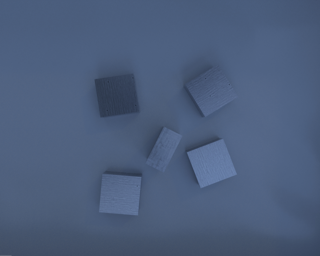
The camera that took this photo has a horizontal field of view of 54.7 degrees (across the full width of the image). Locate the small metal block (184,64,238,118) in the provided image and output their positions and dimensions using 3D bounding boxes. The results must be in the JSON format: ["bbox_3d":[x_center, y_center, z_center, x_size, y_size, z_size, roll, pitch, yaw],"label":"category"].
[{"bbox_3d":[0.067,-0.048,0.412,0.050,0.025,0.050,-31,90,-1],"label":"small metal block"}]

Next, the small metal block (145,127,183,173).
[{"bbox_3d":[0.005,0.026,0.399,0.025,0.050,0.050,27,90,0],"label":"small metal block"}]

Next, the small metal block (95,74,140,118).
[{"bbox_3d":[-0.056,-0.042,0.411,0.050,0.025,0.050,-9,90,-1],"label":"small metal block"}]

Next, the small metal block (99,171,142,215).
[{"bbox_3d":[-0.051,0.086,0.411,0.050,0.025,0.050,5,90,-1],"label":"small metal block"}]

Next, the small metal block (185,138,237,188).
[{"bbox_3d":[0.067,0.046,0.412,0.050,0.025,0.050,-21,90,-1],"label":"small metal block"}]
